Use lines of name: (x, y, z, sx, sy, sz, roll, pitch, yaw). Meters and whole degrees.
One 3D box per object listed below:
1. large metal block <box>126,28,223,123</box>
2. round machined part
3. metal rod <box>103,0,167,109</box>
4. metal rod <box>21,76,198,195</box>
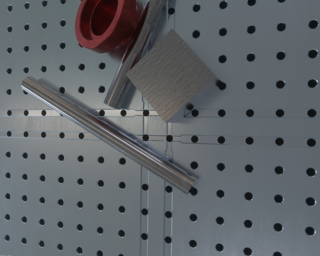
large metal block: (0.019, -0.063, 0.393, 0.080, 0.050, 0.080, -42, 77, 15)
round machined part: (-0.067, -0.147, 0.415, 0.098, 0.042, 0.098, -10, 74, 38)
metal rod: (-0.006, -0.165, 0.414, 0.025, 0.025, 0.298, 27, 99, 18)
metal rod: (-0.082, 0.003, 0.441, 0.301, 0.025, 0.025, 30, 100, 17)
